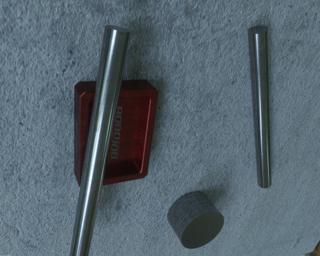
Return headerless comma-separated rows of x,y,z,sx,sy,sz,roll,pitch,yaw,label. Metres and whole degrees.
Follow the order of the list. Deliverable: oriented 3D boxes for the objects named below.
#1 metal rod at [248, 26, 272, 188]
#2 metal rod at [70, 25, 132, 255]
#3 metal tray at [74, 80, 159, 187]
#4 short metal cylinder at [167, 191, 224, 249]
0.160,-0.012,0.486,0.025,0.025,0.298,-26,128,-12,metal rod
-0.073,0.038,0.350,0.025,0.025,0.298,0,118,-29,metal rod
-0.056,0.008,0.378,0.091,0.030,0.129,-6,121,-25,metal tray
0.059,0.153,0.518,0.081,0.050,0.079,-14,124,-21,short metal cylinder
